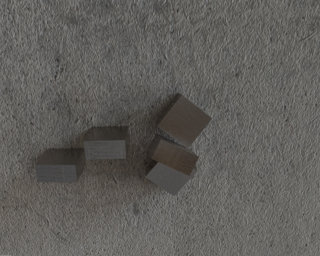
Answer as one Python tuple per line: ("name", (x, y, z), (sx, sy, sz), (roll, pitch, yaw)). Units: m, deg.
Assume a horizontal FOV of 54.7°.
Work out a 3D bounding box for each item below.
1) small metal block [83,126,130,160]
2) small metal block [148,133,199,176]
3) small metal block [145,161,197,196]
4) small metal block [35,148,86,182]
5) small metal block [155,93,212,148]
("small metal block", (-0.067, 0.018, 0.402), (0.050, 0.050, 0.025), (-1, 110, 0))
("small metal block", (0.015, 0.032, 0.383), (0.050, 0.050, 0.025), (25, 93, -9))
("small metal block", (0.015, 0.058, 0.431), (0.050, 0.025, 0.050), (36, 106, -13))
("small metal block", (-0.131, 0.049, 0.413), (0.050, 0.050, 0.025), (0, 110, 0))
("small metal block", (0.030, -0.010, 0.402), (0.050, 0.025, 0.050), (37, 95, -13))
